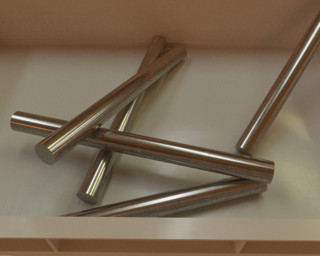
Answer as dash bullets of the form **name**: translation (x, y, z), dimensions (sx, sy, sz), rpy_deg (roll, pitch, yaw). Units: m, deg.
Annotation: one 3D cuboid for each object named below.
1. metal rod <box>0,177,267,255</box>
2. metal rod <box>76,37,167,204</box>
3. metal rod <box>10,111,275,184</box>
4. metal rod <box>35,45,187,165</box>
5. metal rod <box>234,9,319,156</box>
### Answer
- **metal rod**: translation (-0.030, 0.089, 0.329), dimensions (0.302, 0.025, 0.025), rpy_deg (-11, 51, -10)
- **metal rod**: translation (-0.040, -0.034, 0.432), dimensions (0.025, 0.025, 0.300), rpy_deg (12, 51, 9)
- **metal rod**: translation (-0.027, 0.020, 0.354), dimensions (0.301, 0.025, 0.025), rpy_deg (11, 51, 8)
- **metal rod**: translation (-0.038, -0.050, 0.403), dimensions (0.025, 0.025, 0.301), rpy_deg (23, 40, 18)
- **metal rod**: translation (0.187, -0.092, 0.412), dimensions (0.025, 0.025, 0.300), rpy_deg (30, 78, 22)
